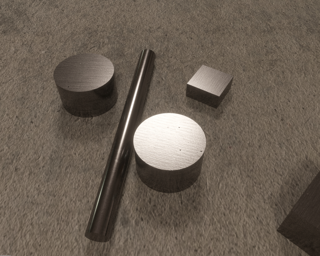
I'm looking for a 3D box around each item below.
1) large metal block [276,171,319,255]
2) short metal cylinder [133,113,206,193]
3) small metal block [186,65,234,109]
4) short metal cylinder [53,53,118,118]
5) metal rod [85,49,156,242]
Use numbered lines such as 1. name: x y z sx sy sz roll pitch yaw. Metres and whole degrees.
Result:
1. large metal block: 0.181 0.092 0.312 0.080 0.050 0.080 36 58 26
2. short metal cylinder: 0.011 0.029 0.363 0.081 0.050 0.080 0 50 0
3. small metal block: 0.073 -0.062 0.456 0.050 0.025 0.050 25 54 19
4. short metal cylinder: -0.103 -0.061 0.437 0.081 0.050 0.080 0 50 0
5. metal rod: -0.041 -0.004 0.405 0.025 0.025 0.300 7 50 5
